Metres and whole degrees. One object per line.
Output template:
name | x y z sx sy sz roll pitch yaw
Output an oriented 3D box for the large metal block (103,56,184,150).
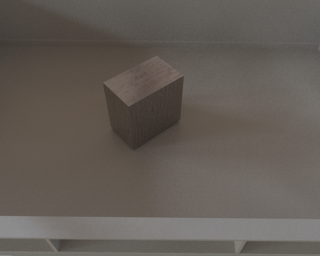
large metal block | -0.019 -0.032 0.392 0.081 0.080 0.050 -33 58 -25
